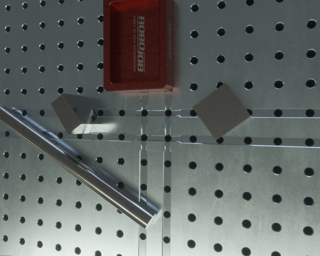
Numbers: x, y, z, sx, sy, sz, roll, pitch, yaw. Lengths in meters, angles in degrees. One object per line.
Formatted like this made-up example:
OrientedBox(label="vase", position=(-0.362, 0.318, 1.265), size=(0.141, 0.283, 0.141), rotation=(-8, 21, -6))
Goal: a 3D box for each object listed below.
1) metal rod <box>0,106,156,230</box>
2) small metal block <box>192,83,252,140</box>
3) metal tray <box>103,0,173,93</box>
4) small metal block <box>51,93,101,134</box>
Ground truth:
OrientedBox(label="metal rod", position=(-0.135, 0.050, 0.458), size=(0.300, 0.025, 0.025), rotation=(32, 100, 16))
OrientedBox(label="small metal block", position=(0.077, -0.020, 0.385), size=(0.050, 0.025, 0.050), rotation=(-37, 79, 16))
OrientedBox(label="metal tray", position=(-0.030, -0.115, 0.419), size=(0.090, 0.030, 0.129), rotation=(0, 90, 19))
OrientedBox(label="small metal block", position=(-0.118, -0.019, 0.440), size=(0.025, 0.050, 0.050), rotation=(-35, 79, 16))
